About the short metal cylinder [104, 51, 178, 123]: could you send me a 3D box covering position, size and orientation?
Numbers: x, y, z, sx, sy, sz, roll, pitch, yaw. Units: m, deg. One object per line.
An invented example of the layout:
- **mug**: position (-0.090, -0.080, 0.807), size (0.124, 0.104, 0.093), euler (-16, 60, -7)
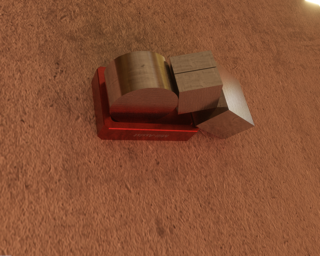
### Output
- **short metal cylinder**: position (-0.023, -0.046, 0.369), size (0.081, 0.080, 0.050), euler (1, 62, -28)

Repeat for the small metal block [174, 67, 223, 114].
- **small metal block**: position (0.044, -0.044, 0.372), size (0.050, 0.050, 0.025), euler (-11, 63, -4)

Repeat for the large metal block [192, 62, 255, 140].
- **large metal block**: position (0.083, -0.038, 0.438), size (0.080, 0.050, 0.080), euler (22, 49, -48)

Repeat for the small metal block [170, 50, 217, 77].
- **small metal block**: position (0.039, -0.066, 0.383), size (0.050, 0.050, 0.025), euler (-11, 63, -4)

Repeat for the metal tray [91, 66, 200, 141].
- **metal tray**: position (-0.019, -0.030, 0.410), size (0.131, 0.030, 0.090), euler (2, 61, -27)
